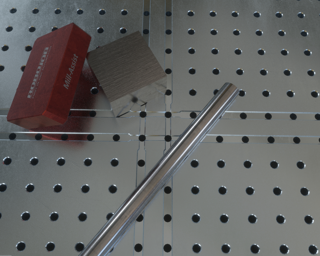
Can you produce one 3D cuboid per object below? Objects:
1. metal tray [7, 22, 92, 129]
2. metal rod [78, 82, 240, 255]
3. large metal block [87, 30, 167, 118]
[{"bbox_3d":[-0.145,-0.066,0.406,0.090,0.030,0.130,-5,65,37],"label":"metal tray"},{"bbox_3d":[0.005,0.054,0.392,0.025,0.025,0.301,38,74,12],"label":"metal rod"},{"bbox_3d":[-0.045,-0.073,0.425,0.080,0.050,0.080,-27,73,-10],"label":"large metal block"}]
